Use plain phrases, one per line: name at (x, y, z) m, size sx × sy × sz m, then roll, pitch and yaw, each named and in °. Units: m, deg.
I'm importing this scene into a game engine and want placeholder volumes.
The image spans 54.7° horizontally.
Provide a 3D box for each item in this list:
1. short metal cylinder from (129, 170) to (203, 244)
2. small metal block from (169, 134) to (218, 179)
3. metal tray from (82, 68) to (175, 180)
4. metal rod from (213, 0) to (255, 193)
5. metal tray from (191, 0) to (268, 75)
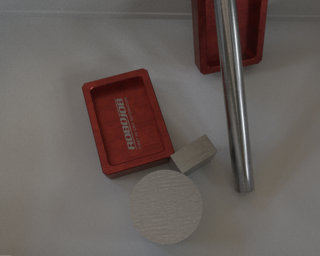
short metal cylinder at (0.006, 0.093, 0.362) m, size 0.081 × 0.050 × 0.080 m, roll 0°, pitch 70°, yaw 0°
small metal block at (0.040, 0.038, 0.383) m, size 0.050 × 0.050 × 0.025 m, roll -31°, pitch 73°, yaw -11°
metal tray at (-0.043, -0.008, 0.409) m, size 0.091 × 0.030 × 0.130 m, roll -16°, pitch 71°, yaw -6°
metal rod at (0.083, -0.069, 0.359) m, size 0.025 × 0.025 × 0.298 m, roll -9°, pitch 100°, yaw -4°
metal tray at (0.090, -0.140, 0.407) m, size 0.091 × 0.129 × 0.030 m, roll -13°, pitch 40°, yaw -4°
